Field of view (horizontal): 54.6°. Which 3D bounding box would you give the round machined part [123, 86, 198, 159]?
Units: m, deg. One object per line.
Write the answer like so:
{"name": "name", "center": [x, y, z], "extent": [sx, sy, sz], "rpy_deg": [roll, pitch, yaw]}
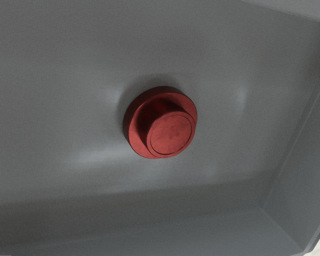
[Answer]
{"name": "round machined part", "center": [0.006, -0.001, 0.396], "extent": [0.099, 0.042, 0.097], "rpy_deg": [-14, 124, -21]}
